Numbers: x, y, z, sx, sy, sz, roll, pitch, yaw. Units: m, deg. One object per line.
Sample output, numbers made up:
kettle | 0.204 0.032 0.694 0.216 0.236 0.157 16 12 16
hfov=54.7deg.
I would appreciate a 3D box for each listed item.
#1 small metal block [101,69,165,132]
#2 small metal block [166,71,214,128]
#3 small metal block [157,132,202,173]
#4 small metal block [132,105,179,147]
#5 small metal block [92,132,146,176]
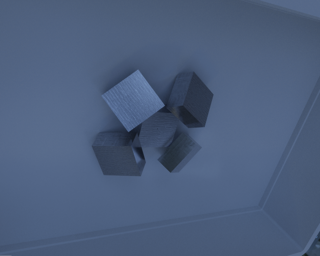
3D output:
small metal block | -0.030 -0.030 0.355 0.050 0.025 0.050 -36 92 -3
small metal block | 0.039 -0.034 0.390 0.050 0.025 0.050 40 58 -39
small metal block | 0.029 0.035 0.429 0.050 0.025 0.050 -48 163 5
small metal block | -0.007 -0.003 0.400 0.050 0.025 0.050 1 118 -29
small metal block | -0.050 0.033 0.384 0.050 0.025 0.050 -1 128 16
